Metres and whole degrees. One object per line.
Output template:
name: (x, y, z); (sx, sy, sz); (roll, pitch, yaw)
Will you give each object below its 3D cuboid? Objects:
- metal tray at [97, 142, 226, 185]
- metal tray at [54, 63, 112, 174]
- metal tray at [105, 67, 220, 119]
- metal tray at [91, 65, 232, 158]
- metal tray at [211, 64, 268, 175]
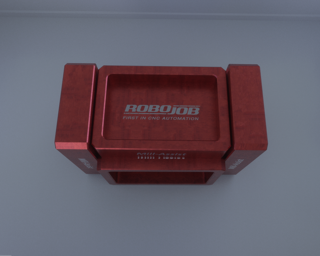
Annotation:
metal tray: (0.001, 0.043, 0.356); (0.131, 0.090, 0.030); (0, 70, 0)
metal tray: (-0.080, -0.003, 0.353); (0.030, 0.130, 0.090); (1, 71, 0)
metal tray: (0.002, -0.041, 0.387); (0.131, 0.090, 0.030); (0, 71, 0)
metal tray: (0.002, -0.017, 0.315); (0.131, 0.030, 0.090); (1, 70, 0)
metal tray: (0.083, -0.002, 0.353); (0.030, 0.130, 0.090); (1, 71, 0)
